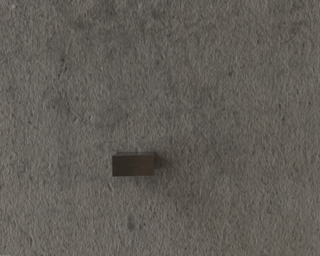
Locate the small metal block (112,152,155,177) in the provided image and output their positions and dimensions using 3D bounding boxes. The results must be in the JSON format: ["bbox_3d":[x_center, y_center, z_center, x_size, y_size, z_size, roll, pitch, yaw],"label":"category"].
[{"bbox_3d":[-0.032,0.045,0.397,0.050,0.050,0.025,-1,90,-1],"label":"small metal block"}]
